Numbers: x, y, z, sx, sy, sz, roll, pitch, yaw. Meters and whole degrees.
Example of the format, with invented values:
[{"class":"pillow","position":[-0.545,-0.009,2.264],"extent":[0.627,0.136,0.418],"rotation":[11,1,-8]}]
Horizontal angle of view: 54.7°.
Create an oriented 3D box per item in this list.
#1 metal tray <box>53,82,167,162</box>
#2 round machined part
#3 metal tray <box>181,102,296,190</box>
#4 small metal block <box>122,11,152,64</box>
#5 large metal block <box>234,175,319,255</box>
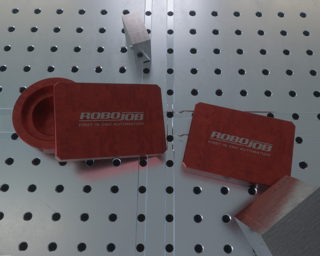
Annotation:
[{"class":"metal tray","position":[-0.061,-0.008,0.382],"extent":[0.131,0.030,0.090],"rotation":[-2,79,-21]},{"class":"round machined part","position":[-0.135,-0.014,0.407],"extent":[0.099,0.042,0.098],"rotation":[0,70,0]},{"class":"metal tray","position":[0.101,0.025,0.401],"extent":[0.131,0.030,0.090],"rotation":[13,70,4]},{"class":"small metal block","position":[-0.033,-0.129,0.445],"extent":[0.025,0.050,0.050],"rotation":[-18,71,-6]},{"class":"large metal block","position":[0.143,0.112,0.340],"extent":[0.080,0.050,0.080],"rotation":[-34,105,-12]}]
